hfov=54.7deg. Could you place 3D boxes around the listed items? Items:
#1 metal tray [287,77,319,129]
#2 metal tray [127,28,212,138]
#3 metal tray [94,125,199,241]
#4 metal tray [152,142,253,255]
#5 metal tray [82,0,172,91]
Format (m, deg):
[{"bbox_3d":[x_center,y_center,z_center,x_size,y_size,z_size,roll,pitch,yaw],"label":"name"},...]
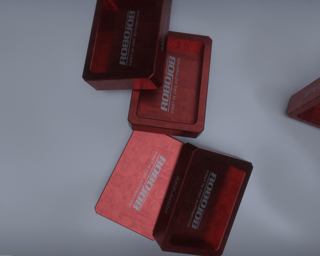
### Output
[{"bbox_3d":[0.223,-0.030,0.360,0.090,0.130,0.030,20,75,-1],"label":"metal tray"},{"bbox_3d":[0.014,-0.057,0.392,0.091,0.030,0.129,8,75,-1],"label":"metal tray"},{"bbox_3d":[-0.016,0.068,0.409,0.090,0.030,0.130,27,90,-1],"label":"metal tray"},{"bbox_3d":[0.054,0.092,0.389,0.091,0.030,0.129,17,94,-23],"label":"metal tray"},{"bbox_3d":[-0.038,-0.112,0.377,0.090,0.030,0.129,1,73,19],"label":"metal tray"}]
